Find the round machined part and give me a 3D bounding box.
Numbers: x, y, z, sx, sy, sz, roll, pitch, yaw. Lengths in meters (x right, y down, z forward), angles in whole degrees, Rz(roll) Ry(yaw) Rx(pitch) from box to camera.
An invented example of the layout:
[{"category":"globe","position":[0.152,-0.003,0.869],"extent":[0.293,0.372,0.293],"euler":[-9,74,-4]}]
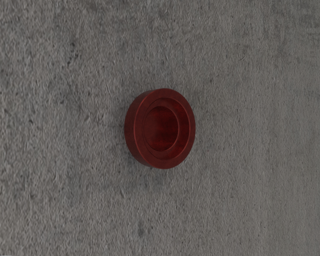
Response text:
[{"category":"round machined part","position":[-0.004,0.001,0.389],"extent":[0.099,0.042,0.097],"euler":[0,90,-40]}]
